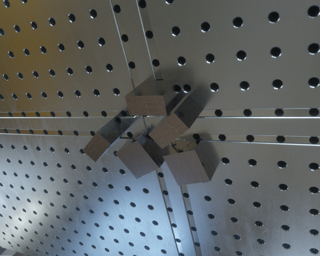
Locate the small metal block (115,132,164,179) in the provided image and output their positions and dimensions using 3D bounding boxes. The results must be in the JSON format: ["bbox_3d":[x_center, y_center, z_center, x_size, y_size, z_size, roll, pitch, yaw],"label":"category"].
[{"bbox_3d":[-0.028,0.040,0.452,0.050,0.025,0.050,-31,101,38],"label":"small metal block"}]

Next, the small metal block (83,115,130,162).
[{"bbox_3d":[-0.077,0.015,0.446,0.025,0.050,0.050,43,129,-2],"label":"small metal block"}]

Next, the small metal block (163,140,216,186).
[{"bbox_3d":[0.040,0.048,0.420,0.050,0.025,0.050,-15,111,34],"label":"small metal block"}]

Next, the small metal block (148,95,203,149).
[{"bbox_3d":[0.020,-0.008,0.380,0.025,0.050,0.050,47,129,-4],"label":"small metal block"}]

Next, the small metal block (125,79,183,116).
[{"bbox_3d":[-0.006,-0.037,0.376,0.050,0.050,0.025,2,119,27],"label":"small metal block"}]
